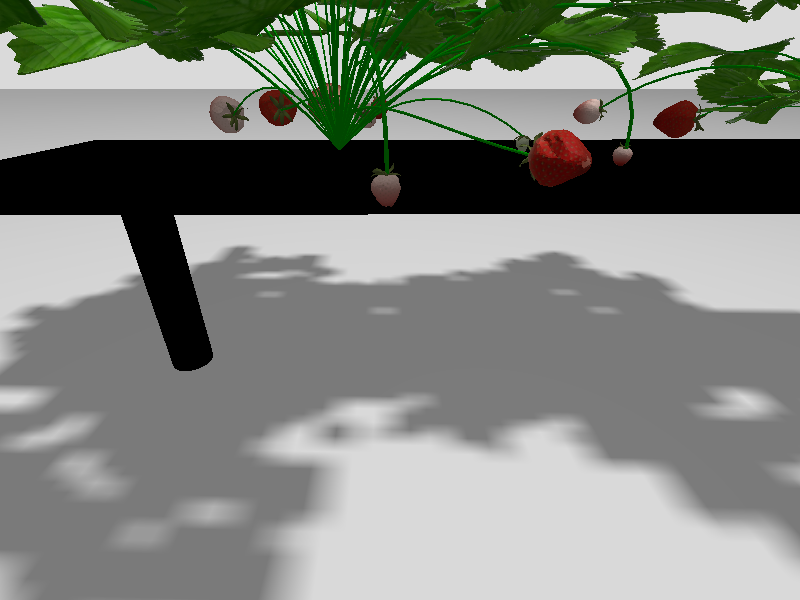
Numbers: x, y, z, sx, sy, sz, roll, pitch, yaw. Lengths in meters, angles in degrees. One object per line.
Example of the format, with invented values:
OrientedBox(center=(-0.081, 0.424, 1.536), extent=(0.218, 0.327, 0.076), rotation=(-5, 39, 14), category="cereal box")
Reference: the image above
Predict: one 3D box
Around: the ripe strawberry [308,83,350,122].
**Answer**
OrientedBox(center=(-0.089, -0.247, 0.502), extent=(0.052, 0.045, 0.052), rotation=(-5, 29, -9), category="ripe strawberry")

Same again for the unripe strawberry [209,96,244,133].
OrientedBox(center=(-0.186, -0.197, 0.426), extent=(0.038, 0.037, 0.035), rotation=(22, 36, 35), category="unripe strawberry")

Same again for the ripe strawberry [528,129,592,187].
OrientedBox(center=(0.083, -0.073, 0.208), extent=(0.029, 0.029, 0.032), rotation=(26, 39, 38), category="ripe strawberry")

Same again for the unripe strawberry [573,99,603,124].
OrientedBox(center=(0.229, -0.230, 0.490), extent=(0.032, 0.027, 0.032), rotation=(-24, 24, -36), category="unripe strawberry")

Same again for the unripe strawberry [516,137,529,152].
OrientedBox(center=(0.098, -0.124, 0.319), extent=(0.010, 0.012, 0.012), rotation=(-9, 28, 10), category="unripe strawberry")

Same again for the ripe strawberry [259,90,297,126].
OrientedBox(center=(-0.145, -0.227, 0.473), extent=(0.043, 0.039, 0.039), rotation=(-15, 32, -25), category="ripe strawberry")

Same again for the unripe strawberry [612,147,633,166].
OrientedBox(center=(0.142, -0.091, 0.255), extent=(0.011, 0.011, 0.011), rotation=(12, 31, 20), category="unripe strawberry")

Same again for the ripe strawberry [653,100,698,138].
OrientedBox(center=(0.269, -0.177, 0.392), extent=(0.035, 0.034, 0.032), rotation=(14, 32, 28), category="ripe strawberry")

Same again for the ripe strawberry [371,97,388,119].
OrientedBox(center=(-0.028, -0.261, 0.547), extent=(0.024, 0.028, 0.027), rotation=(2, -19, 4), category="ripe strawberry")

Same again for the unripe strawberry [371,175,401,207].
OrientedBox(center=(-0.006, -0.047, 0.172), extent=(0.013, 0.014, 0.015), rotation=(-7, 30, -12), category="unripe strawberry")

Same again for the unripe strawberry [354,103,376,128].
OrientedBox(center=(-0.040, -0.218, 0.473), extent=(0.026, 0.028, 0.028), rotation=(2, 29, 3), category="unripe strawberry")
